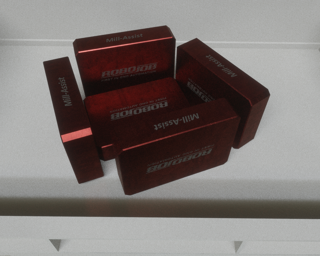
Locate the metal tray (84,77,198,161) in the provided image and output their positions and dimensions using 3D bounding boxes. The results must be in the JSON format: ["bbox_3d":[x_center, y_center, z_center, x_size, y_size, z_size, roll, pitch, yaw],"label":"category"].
[{"bbox_3d":[-0.027,-0.016,0.411,0.131,0.030,0.090,-15,52,-13],"label":"metal tray"}]

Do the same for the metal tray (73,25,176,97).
[{"bbox_3d":[-0.046,-0.088,0.433,0.131,0.089,0.030,-12,51,-11],"label":"metal tray"}]

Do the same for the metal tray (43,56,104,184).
[{"bbox_3d":[-0.103,-0.011,0.368,0.030,0.089,0.130,-17,52,-14],"label":"metal tray"}]

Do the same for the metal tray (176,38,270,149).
[{"bbox_3d":[0.072,-0.045,0.400,0.030,0.089,0.130,-30,56,-22],"label":"metal tray"}]

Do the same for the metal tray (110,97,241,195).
[{"bbox_3d":[0.017,0.022,0.342,0.131,0.089,0.030,-16,52,-14],"label":"metal tray"}]
